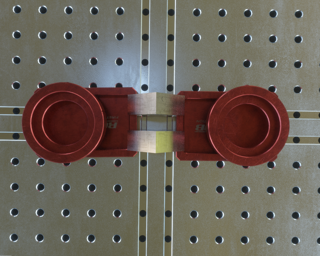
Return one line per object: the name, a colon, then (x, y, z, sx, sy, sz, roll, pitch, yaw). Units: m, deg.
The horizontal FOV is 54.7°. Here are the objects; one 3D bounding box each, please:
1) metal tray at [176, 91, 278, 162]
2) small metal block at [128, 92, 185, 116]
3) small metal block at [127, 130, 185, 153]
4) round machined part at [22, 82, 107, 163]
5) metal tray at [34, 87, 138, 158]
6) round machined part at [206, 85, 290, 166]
metal tray: (0.086, -0.002, 0.412, 0.131, 0.030, 0.089, 1, 90, 0)
small metal block: (-0.005, -0.029, 0.386, 0.050, 0.050, 0.025, 1, 90, 44)
small metal block: (-0.005, 0.016, 0.386, 0.050, 0.050, 0.025, 1, 90, 44)
round machined part: (-0.116, -0.006, 0.391, 0.099, 0.042, 0.097, 0, 90, 0)
metal tray: (-0.095, -0.007, 0.411, 0.131, 0.030, 0.089, -1, 92, 0)
round machined part: (0.107, -0.003, 0.393, 0.099, 0.042, 0.097, 0, 90, 0)
